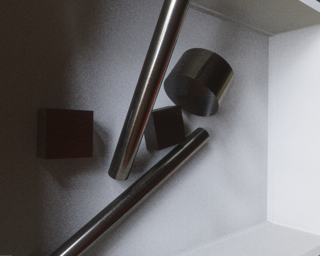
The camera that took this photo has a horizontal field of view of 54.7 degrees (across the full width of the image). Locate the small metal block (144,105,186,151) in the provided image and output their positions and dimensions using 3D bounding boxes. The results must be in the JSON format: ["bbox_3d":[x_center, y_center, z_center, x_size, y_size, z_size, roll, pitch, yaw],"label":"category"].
[{"bbox_3d":[0.005,-0.001,0.413,0.050,0.025,0.050,-16,101,-39],"label":"small metal block"}]

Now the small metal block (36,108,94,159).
[{"bbox_3d":[-0.099,0.006,0.325,0.050,0.025,0.050,1,89,-40],"label":"small metal block"}]

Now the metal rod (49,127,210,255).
[{"bbox_3d":[-0.036,0.087,0.378,0.302,0.025,0.025,-38,114,-34],"label":"metal rod"}]

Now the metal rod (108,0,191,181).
[{"bbox_3d":[-0.001,-0.076,0.322,0.025,0.025,0.298,4,115,-40],"label":"metal rod"}]

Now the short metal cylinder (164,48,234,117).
[{"bbox_3d":[0.052,-0.060,0.417,0.080,0.080,0.050,47,62,-30],"label":"short metal cylinder"}]
